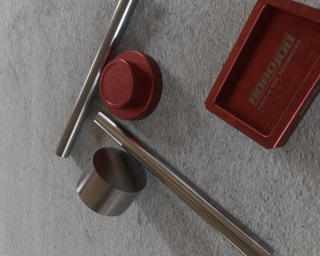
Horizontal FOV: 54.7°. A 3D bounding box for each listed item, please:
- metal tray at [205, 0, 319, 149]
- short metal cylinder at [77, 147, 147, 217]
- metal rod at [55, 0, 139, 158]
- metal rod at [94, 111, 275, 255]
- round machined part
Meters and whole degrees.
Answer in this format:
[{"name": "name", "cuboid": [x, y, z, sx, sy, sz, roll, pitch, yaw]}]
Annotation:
[{"name": "metal tray", "cuboid": [0.112, -0.055, 0.309, 0.090, 0.030, 0.129, 39, 114, 33]}, {"name": "short metal cylinder", "cuboid": [-0.065, 0.072, 0.423, 0.080, 0.081, 0.050, 51, 120, 28]}, {"name": "metal rod", "cuboid": [-0.104, -0.075, 0.490, 0.025, 0.025, 0.298, 44, 116, 31]}, {"name": "metal rod", "cuboid": [0.009, 0.059, 0.397, 0.300, 0.025, 0.025, 37, 113, 33]}, {"name": "round machined part", "cuboid": [-0.047, -0.059, 0.433, 0.098, 0.042, 0.097, 0, 90, 40]}]
